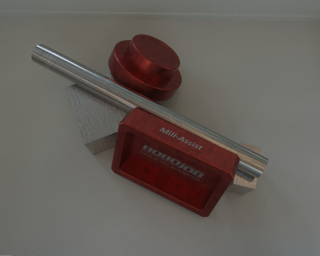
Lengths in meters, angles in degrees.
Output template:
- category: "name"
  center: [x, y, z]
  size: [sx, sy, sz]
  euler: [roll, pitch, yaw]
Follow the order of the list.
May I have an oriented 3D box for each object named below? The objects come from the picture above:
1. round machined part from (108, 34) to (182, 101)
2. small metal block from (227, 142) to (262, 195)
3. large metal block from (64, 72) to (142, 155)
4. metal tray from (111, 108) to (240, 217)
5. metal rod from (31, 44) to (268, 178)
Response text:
- category: "round machined part"
  center: [-0.013, -0.084, 0.402]
  size: [0.099, 0.042, 0.098]
  euler: [22, 39, -18]
- category: "small metal block"
  center: [0.100, 0.051, 0.377]
  size: [0.025, 0.050, 0.050]
  euler: [14, 71, 5]
- category: "large metal block"
  center: [-0.066, -0.022, 0.402]
  size: [0.080, 0.050, 0.080]
  euler: [-21, 72, -8]
- category: "metal tray"
  center: [0.012, 0.042, 0.355]
  size: [0.130, 0.089, 0.030]
  euler: [25, 45, 8]
- category: "metal rod"
  center: [-0.019, -0.024, 0.362]
  size: [0.301, 0.025, 0.025]
  euler: [28, 72, 9]
